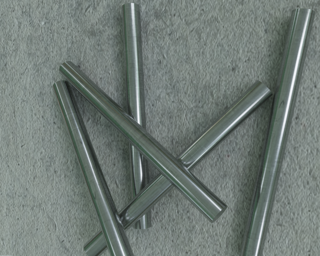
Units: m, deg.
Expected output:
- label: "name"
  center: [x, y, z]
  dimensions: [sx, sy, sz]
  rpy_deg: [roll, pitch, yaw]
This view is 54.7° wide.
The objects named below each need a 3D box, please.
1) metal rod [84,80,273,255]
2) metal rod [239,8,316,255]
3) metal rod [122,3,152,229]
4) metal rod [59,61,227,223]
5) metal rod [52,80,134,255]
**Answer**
- label: "metal rod"
  center: [0.017, 0.056, 0.384]
  dimensions: [0.300, 0.025, 0.025]
  rpy_deg: [-44, 76, 7]
- label: "metal rod"
  center: [0.135, 0.015, 0.361]
  dimensions: [0.025, 0.025, 0.298]
  rpy_deg: [12, 94, 19]
- label: "metal rod"
  center: [-0.032, -0.017, 0.420]
  dimensions: [0.025, 0.025, 0.298]
  rpy_deg: [-4, 89, 20]
- label: "metal rod"
  center: [-0.038, 0.002, 0.392]
  dimensions: [0.300, 0.025, 0.025]
  rpy_deg: [42, 103, 26]
- label: "metal rod"
  center: [-0.087, 0.059, 0.400]
  dimensions: [0.025, 0.025, 0.299]
  rpy_deg: [-34, 64, 17]
